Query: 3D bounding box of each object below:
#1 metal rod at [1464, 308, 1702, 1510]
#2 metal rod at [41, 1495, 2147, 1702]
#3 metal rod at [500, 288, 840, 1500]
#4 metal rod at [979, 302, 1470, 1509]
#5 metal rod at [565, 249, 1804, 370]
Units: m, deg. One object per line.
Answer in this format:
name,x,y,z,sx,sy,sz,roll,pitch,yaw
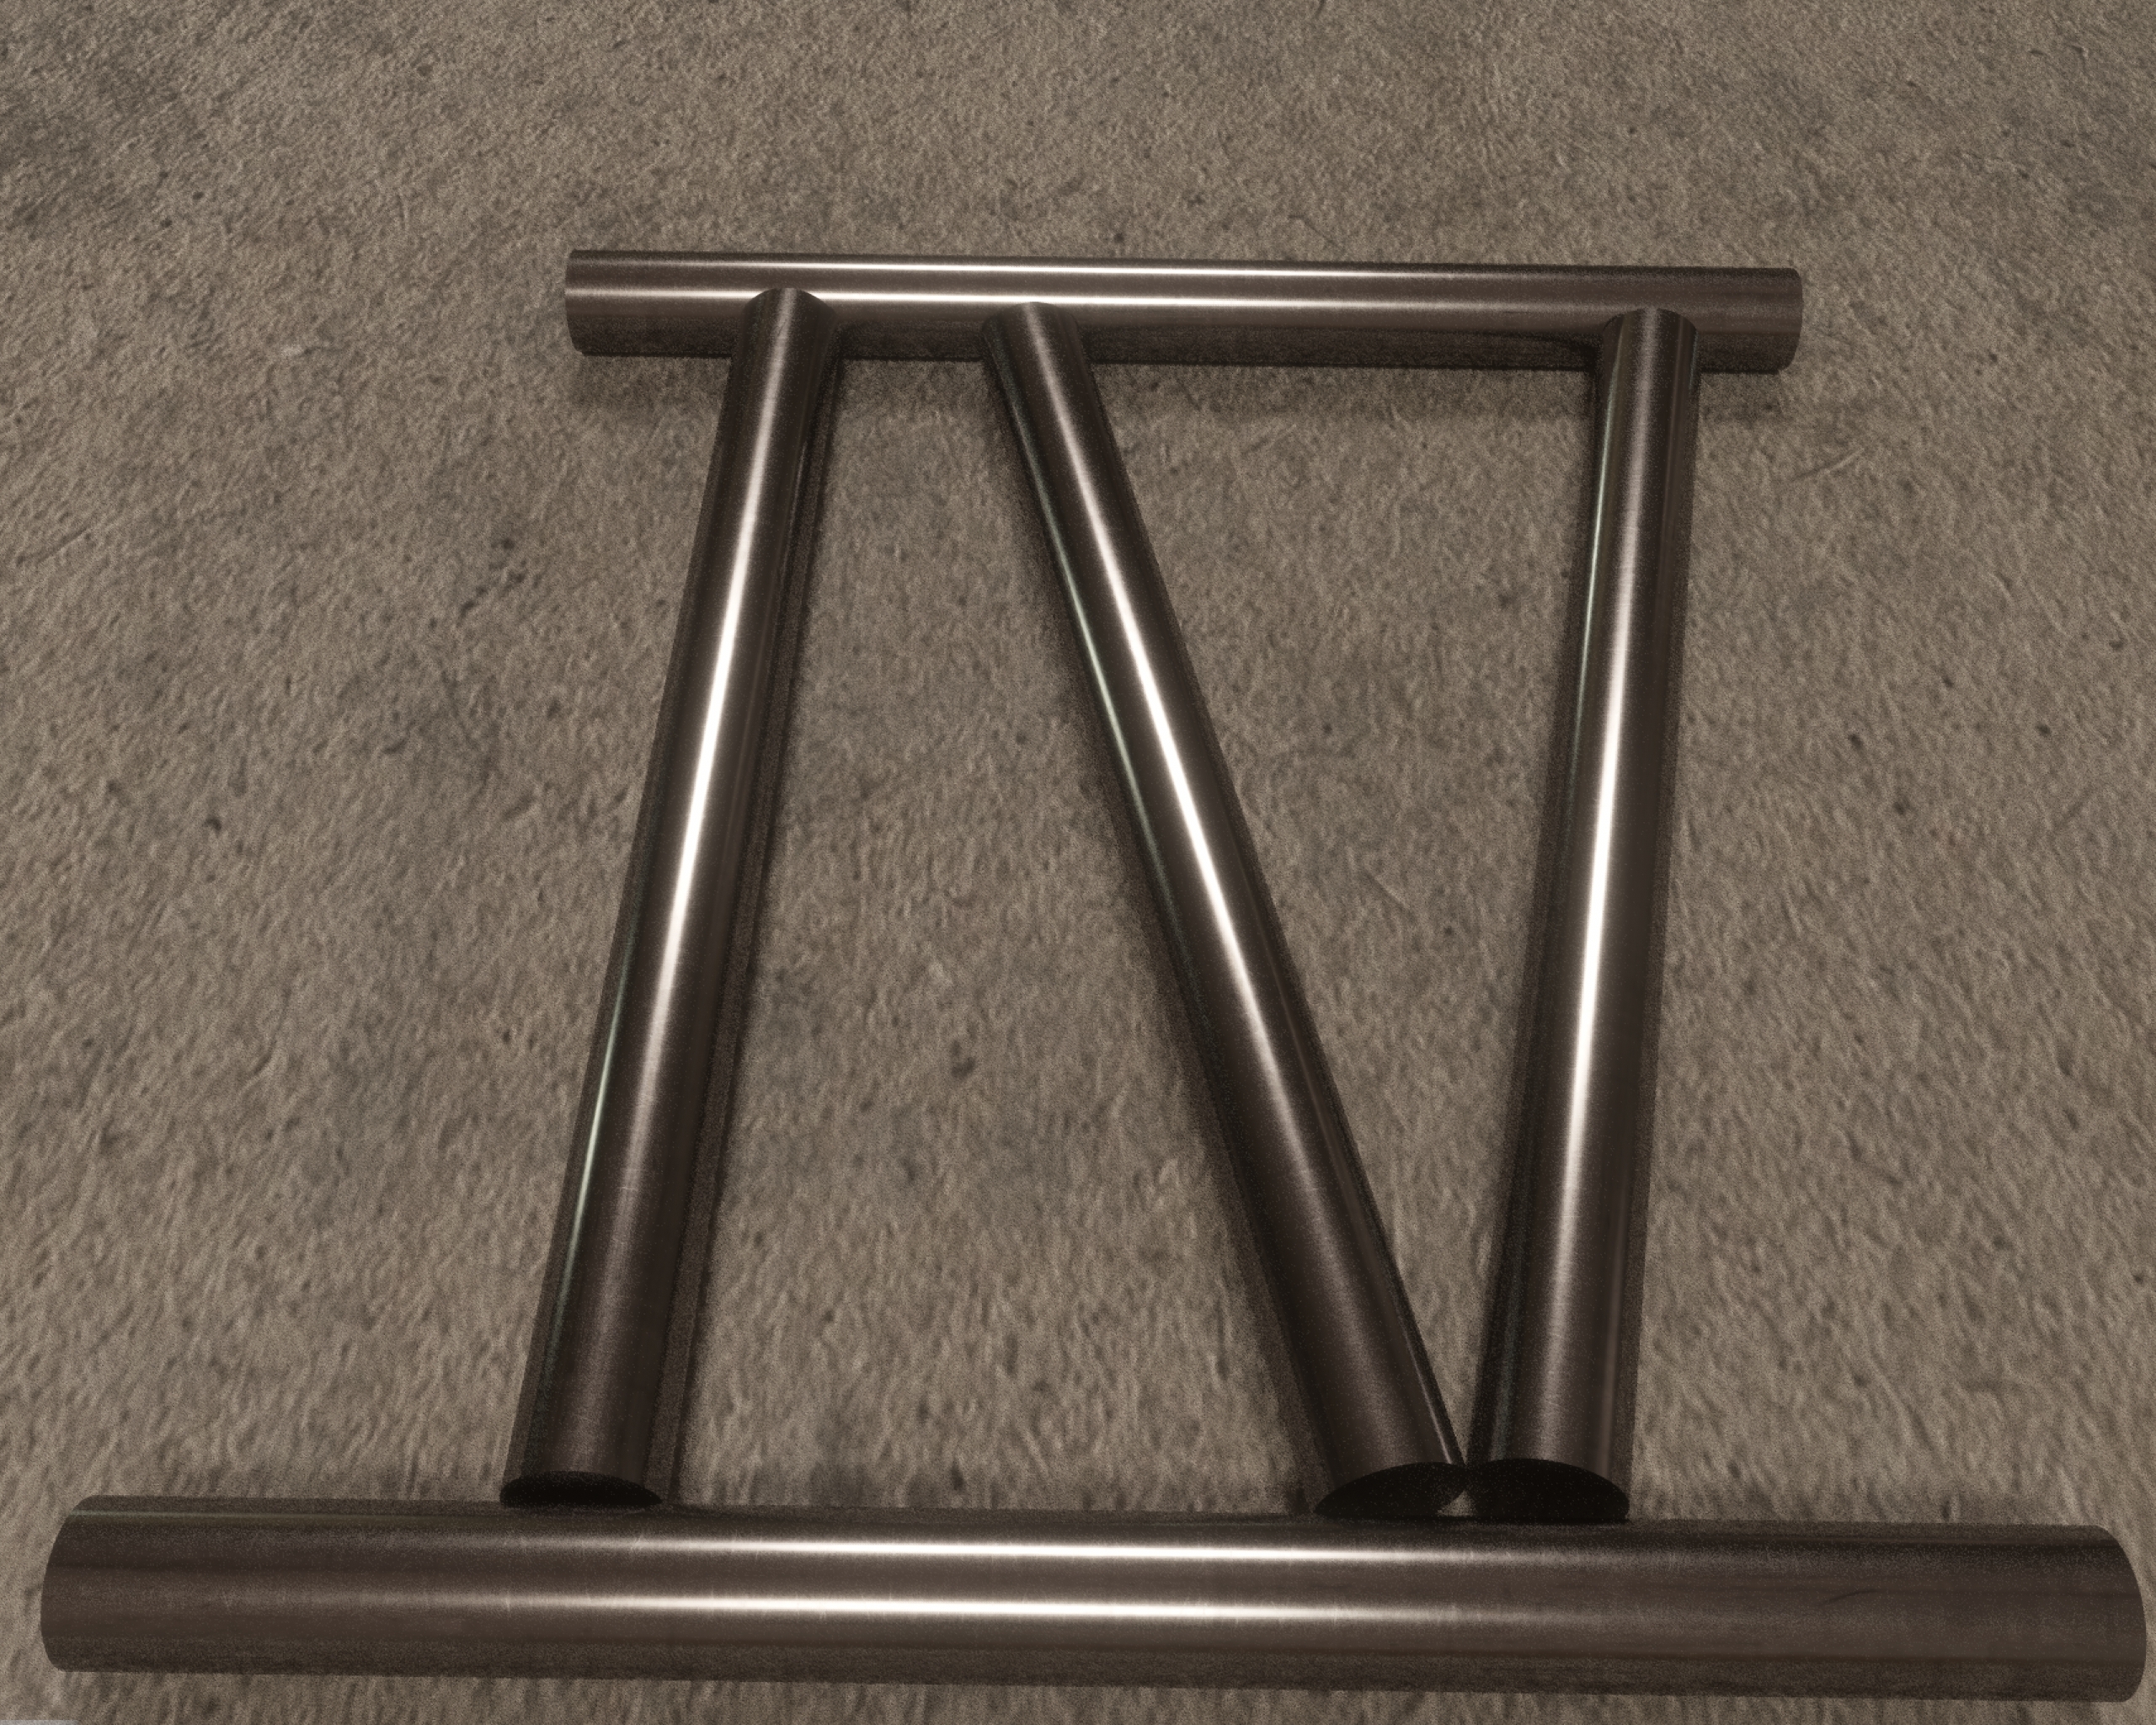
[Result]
metal rod,0.106,-0.014,0.416,0.025,0.025,0.300,10,51,8
metal rod,0.002,0.110,0.311,0.302,0.025,0.025,1,50,0
metal rod,-0.073,-0.016,0.416,0.025,0.025,0.300,1,50,0
metal rod,0.018,-0.014,0.416,0.025,0.025,0.300,-9,51,-8
metal rod,0.026,-0.138,0.521,0.302,0.025,0.025,1,50,0
